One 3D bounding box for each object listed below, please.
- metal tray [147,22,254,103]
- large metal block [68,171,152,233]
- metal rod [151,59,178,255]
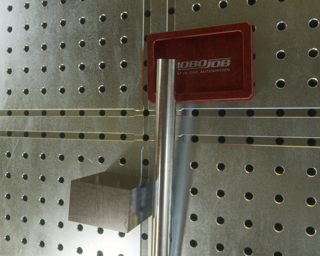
[{"bbox_3d":[0.050,-0.078,0.392,0.130,0.030,0.089,-1,90,19],"label":"metal tray"},{"bbox_3d":[-0.060,0.092,0.404,0.080,0.080,0.050,5,92,20],"label":"large metal block"},{"bbox_3d":[0.004,0.066,0.391,0.025,0.025,0.298,5,99,20],"label":"metal rod"}]
